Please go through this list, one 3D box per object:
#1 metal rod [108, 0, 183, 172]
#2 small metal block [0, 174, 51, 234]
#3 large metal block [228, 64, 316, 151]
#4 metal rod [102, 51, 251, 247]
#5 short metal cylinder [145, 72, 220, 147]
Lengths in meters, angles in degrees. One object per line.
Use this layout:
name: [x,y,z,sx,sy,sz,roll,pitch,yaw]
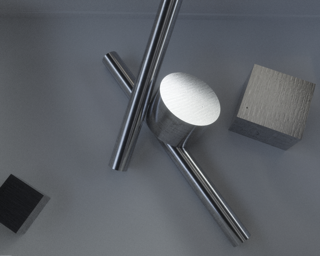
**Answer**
metal rod: [-0.007,-0.090,0.376,0.025,0.025,0.298,19,96,6]
small metal block: [-0.172,0.092,0.374,0.050,0.025,0.050,30,72,10]
large metal block: [0.146,-0.026,0.408,0.080,0.050,0.080,20,71,7]
metal rod: [0.012,0.016,0.404,0.025,0.025,0.299,-32,74,-11]
short metal cylinder: [0.028,-0.023,0.389,0.081,0.050,0.080,14,52,-18]
